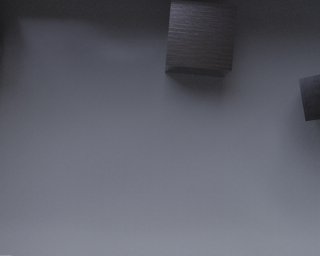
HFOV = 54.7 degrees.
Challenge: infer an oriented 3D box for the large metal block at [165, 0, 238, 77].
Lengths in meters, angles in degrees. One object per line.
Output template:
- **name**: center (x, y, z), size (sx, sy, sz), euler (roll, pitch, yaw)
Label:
- **large metal block**: center (0.050, -0.112, 0.399), size (0.080, 0.050, 0.080), euler (5, 90, 0)

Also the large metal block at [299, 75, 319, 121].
- **large metal block**: center (0.219, -0.041, 0.370), size (0.080, 0.080, 0.050), euler (-9, 90, 33)
